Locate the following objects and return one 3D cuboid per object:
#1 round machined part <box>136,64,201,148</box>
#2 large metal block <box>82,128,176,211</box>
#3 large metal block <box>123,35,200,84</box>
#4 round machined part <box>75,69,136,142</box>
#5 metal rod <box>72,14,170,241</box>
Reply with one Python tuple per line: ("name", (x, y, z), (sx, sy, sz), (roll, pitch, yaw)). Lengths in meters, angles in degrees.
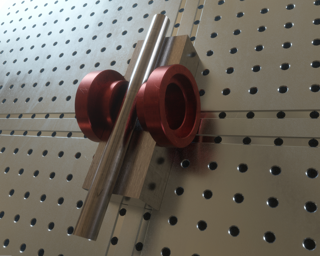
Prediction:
("round machined part", (0.008, -0.025, 0.372), (0.042, 0.098, 0.098), (-1, 61, 33))
("large metal block", (-0.036, 0.049, 0.380), (0.080, 0.050, 0.080), (3, 63, 29))
("large metal block", (0.003, -0.081, 0.440), (0.080, 0.050, 0.080), (2, 63, 29))
("round machined part", (-0.062, -0.028, 0.410), (0.042, 0.098, 0.098), (2, 63, 29))
("metal rod", (-0.038, -0.019, 0.376), (0.025, 0.025, 0.300), (3, 63, 29))
